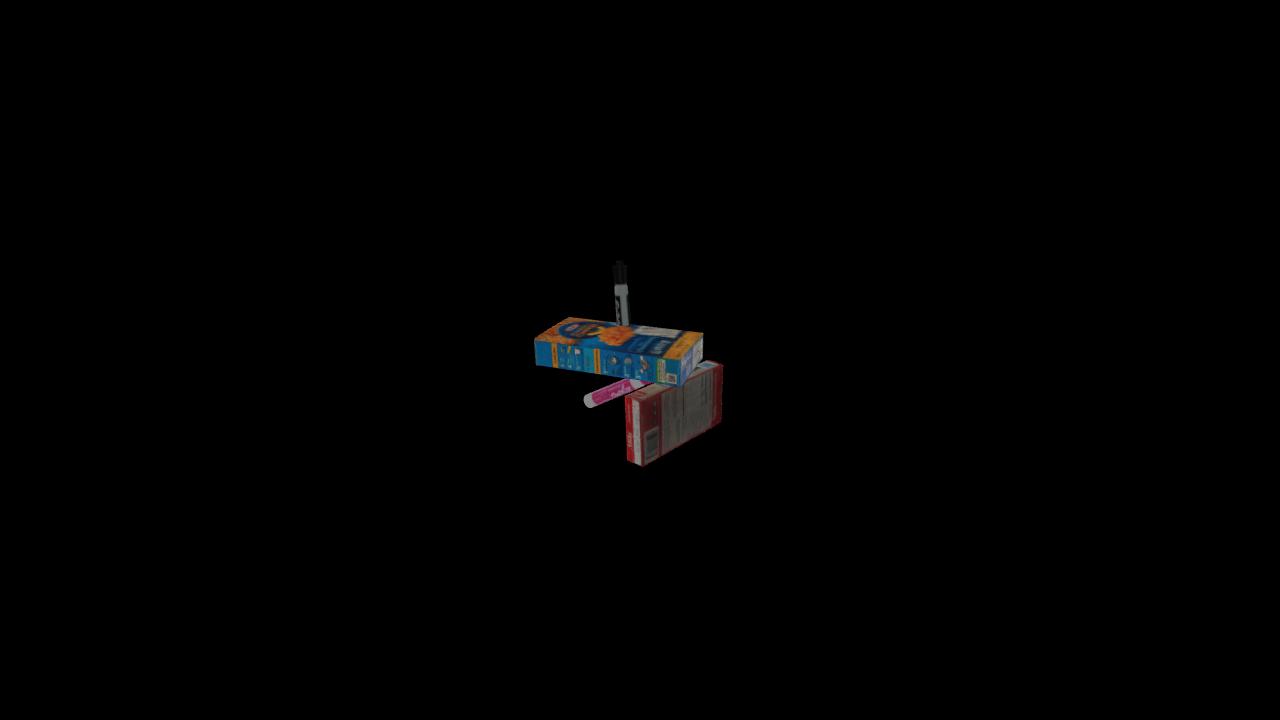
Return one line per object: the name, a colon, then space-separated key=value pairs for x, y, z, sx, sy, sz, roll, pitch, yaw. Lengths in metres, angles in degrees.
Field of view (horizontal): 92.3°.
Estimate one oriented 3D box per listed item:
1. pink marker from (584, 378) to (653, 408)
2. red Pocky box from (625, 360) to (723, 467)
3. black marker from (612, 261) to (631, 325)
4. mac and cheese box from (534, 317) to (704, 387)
pink marker: x=-0.020 y=0.033 z=0.752 sx=0.121 sy=0.020 sz=0.020 roll=-24 pitch=-14 yaw=34
red Pocky box: x=0.043 y=0.059 z=0.727 sx=0.028 sy=0.083 sz=0.155 roll=15 pitch=25 yaw=40
black marker: x=-0.021 y=-0.062 z=0.765 sx=0.020 sy=0.121 sz=0.020 roll=-3 pitch=12 yaw=1
mac and cheese box: x=-0.024 y=-0.013 z=0.736 sx=0.184 sy=0.041 sz=0.093 roll=8 pitch=25 yaw=20
